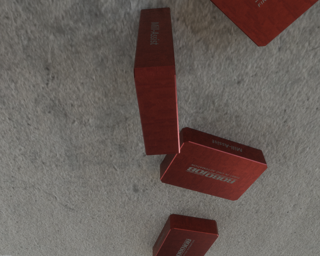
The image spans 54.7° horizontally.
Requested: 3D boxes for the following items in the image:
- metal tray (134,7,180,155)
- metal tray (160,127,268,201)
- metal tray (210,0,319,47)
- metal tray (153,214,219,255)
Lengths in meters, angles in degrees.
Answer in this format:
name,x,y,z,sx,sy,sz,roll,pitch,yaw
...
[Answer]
name,x,y,z,sx,sy,sz,roll,pitch,yaw
metal tray,-0.001,-0.049,0.297,0.030,0.130,0.089,-4,130,3
metal tray,0.076,0.056,0.453,0.131,0.030,0.089,17,128,-15
metal tray,0.112,-0.149,0.279,0.090,0.030,0.130,33,122,-25
metal tray,0.045,0.218,0.591,0.091,0.030,0.129,12,129,-11
